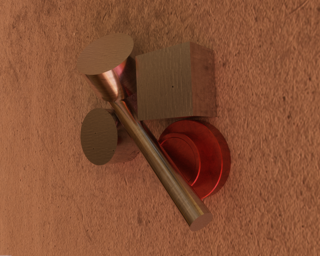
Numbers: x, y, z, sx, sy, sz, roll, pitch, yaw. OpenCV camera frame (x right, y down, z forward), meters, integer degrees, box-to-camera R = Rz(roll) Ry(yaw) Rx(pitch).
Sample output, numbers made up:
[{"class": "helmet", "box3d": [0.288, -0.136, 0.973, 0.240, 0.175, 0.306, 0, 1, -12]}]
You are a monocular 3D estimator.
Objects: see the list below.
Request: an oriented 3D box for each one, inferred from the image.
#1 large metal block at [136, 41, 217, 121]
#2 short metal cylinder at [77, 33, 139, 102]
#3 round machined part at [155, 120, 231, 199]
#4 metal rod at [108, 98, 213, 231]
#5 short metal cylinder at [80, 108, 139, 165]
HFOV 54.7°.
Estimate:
[{"class": "large metal block", "box3d": [0.019, -0.051, 0.372, 0.080, 0.050, 0.080, -4, 88, 40]}, {"class": "short metal cylinder", "box3d": [-0.063, -0.082, 0.418, 0.080, 0.050, 0.080, -11, 50, 14]}, {"class": "round machined part", "box3d": [0.030, 0.038, 0.369, 0.098, 0.042, 0.097, 0, 90, 40]}, {"class": "metal rod", "box3d": [-0.030, 0.000, 0.387, 0.025, 0.025, 0.300, -60, 43, 23]}, {"class": "short metal cylinder", "box3d": [-0.070, 0.012, 0.449, 0.080, 0.050, 0.080, 0, 90, 40]}]
